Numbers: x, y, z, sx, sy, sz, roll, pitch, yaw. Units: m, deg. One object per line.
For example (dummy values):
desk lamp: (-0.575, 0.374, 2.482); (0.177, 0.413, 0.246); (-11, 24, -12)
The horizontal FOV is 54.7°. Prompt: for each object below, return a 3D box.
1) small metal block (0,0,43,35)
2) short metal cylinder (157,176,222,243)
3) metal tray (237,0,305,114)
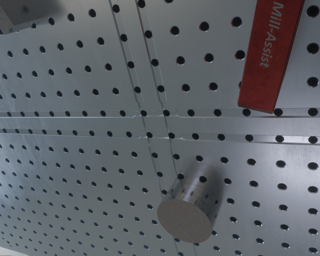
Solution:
small metal block: (-0.191, -0.154, 0.400); (0.025, 0.050, 0.050); (-21, 108, 36)
short metal cylinder: (0.043, 0.117, 0.445); (0.080, 0.050, 0.079); (13, 124, 21)
metal tray: (0.100, -0.088, 0.261); (0.030, 0.090, 0.129); (15, 125, 19)
